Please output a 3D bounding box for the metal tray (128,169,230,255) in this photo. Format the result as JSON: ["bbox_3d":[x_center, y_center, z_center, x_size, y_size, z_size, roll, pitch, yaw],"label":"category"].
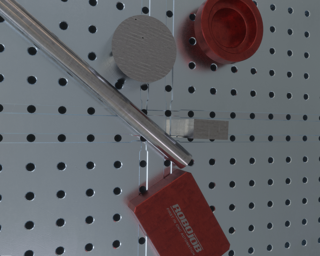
[{"bbox_3d":[0.028,0.134,0.421,0.091,0.030,0.130,-32,101,-17],"label":"metal tray"}]

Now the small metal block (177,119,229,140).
[{"bbox_3d":[0.057,0.002,0.421,0.050,0.050,0.025,3,89,-20],"label":"small metal block"}]

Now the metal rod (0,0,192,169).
[{"bbox_3d":[-0.074,-0.049,0.385,0.300,0.025,0.025,41,77,-16],"label":"metal rod"}]

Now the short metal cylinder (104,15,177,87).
[{"bbox_3d":[-0.026,-0.094,0.390,0.081,0.050,0.079,0,90,-20],"label":"short metal cylinder"}]

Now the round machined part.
[{"bbox_3d":[0.092,-0.139,0.438,0.099,0.042,0.097,0,90,-20],"label":"round machined part"}]
